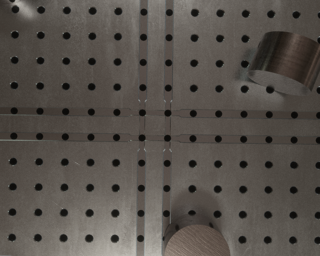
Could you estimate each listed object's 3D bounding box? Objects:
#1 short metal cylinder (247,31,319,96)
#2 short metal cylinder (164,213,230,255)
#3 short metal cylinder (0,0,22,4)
[{"bbox_3d":[0.157,-0.079,0.388,0.080,0.080,0.050,22,90,-1],"label":"short metal cylinder"},{"bbox_3d":[0.046,0.157,0.402,0.081,0.050,0.079,0,90,-1],"label":"short metal cylinder"},{"bbox_3d":[-0.209,-0.208,0.398,0.081,0.050,0.079,0,90,-1],"label":"short metal cylinder"}]
